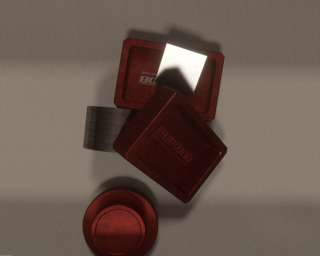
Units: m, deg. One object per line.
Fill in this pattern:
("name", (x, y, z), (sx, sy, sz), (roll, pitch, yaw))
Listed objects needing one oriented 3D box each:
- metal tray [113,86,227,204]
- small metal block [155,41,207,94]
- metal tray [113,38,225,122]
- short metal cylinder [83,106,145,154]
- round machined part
("metal tray", (0.018, 0.024, 0.365), (0.090, 0.030, 0.130), (-52, 131, -7))
("small metal block", (0.026, -0.076, 0.388), (0.050, 0.025, 0.050), (17, 115, -4))
("metal tray", (0.012, -0.062, 0.408), (0.131, 0.030, 0.089), (9, 90, -1))
("short metal cylinder", (-0.052, 0.002, 0.383), (0.081, 0.080, 0.050), (6, 90, -1))
("round machined part", (-0.052, 0.128, 0.402), (0.099, 0.042, 0.097), (0, 90, -1))
